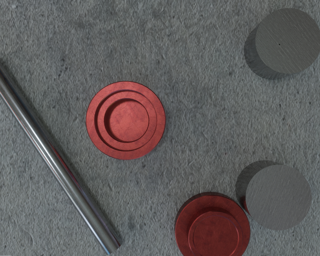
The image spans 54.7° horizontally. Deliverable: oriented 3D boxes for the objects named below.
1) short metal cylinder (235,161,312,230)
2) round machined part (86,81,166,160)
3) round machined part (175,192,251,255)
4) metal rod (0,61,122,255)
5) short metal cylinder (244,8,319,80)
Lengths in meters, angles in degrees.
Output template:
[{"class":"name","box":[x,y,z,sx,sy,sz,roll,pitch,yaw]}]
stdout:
[{"class":"short metal cylinder","box":[0.144,0.084,0.400,0.081,0.050,0.079,0,90,-1]},{"class":"round machined part","box":[-0.042,-0.010,0.401,0.099,0.042,0.097,0,90,-1]},{"class":"round machined part","box":[0.069,0.136,0.403,0.099,0.042,0.097,0,90,-1]},{"class":"metal rod","box":[-0.143,0.035,0.408,0.025,0.025,0.299,-34,90,0]},{"class":"short metal cylinder","box":[0.156,-0.106,0.400,0.081,0.050,0.079,0,90,-1]}]
